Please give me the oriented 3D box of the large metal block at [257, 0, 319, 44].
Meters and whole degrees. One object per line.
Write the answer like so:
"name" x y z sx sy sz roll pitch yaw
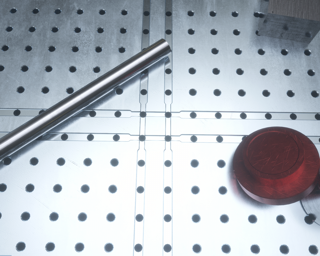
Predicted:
"large metal block" 0.198 -0.182 0.467 0.080 0.050 0.080 11 70 3

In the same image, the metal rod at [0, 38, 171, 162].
"metal rod" -0.112 -0.037 0.423 0.301 0.025 0.025 -35 74 -12

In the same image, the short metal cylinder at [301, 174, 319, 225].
"short metal cylinder" 0.219 0.080 0.370 0.081 0.050 0.080 1 71 -3

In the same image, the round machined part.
"round machined part" 0.136 0.038 0.370 0.098 0.042 0.098 -13 52 18
